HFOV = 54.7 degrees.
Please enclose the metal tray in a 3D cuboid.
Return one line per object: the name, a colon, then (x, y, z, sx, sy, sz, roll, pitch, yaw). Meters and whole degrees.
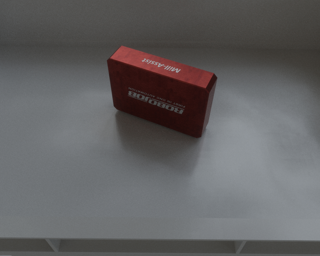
metal tray: (0.001, -0.045, 0.396, 0.130, 0.089, 0.030, 20, 53, 15)
